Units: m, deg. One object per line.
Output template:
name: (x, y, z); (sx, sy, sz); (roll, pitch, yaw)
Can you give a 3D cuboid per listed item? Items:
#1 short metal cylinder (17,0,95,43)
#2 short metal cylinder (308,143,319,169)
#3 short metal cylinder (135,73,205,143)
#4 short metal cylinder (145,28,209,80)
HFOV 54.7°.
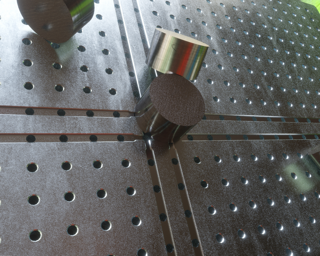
short metal cylinder: (-0.133, -0.158, 0.398); (0.080, 0.080, 0.050); (34, 51, -6)
short metal cylinder: (0.296, 0.042, 0.510); (0.081, 0.080, 0.050); (-27, 77, -37)
short metal cylinder: (0.013, -0.026, 0.417); (0.081, 0.050, 0.080); (14, 56, -21)
short metal cylinder: (0.024, -0.108, 0.449); (0.080, 0.050, 0.080); (17, 21, -6)
